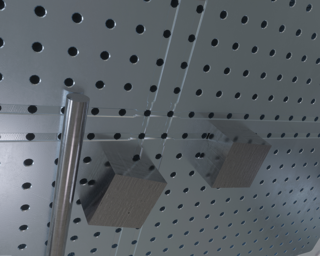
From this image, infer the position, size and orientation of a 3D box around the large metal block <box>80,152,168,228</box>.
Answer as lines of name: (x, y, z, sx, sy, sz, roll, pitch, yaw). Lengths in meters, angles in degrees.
large metal block: (-0.050, 0.086, 0.421, 0.081, 0.050, 0.080, 17, 109, -35)

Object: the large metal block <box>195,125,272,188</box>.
large metal block: (0.113, 0.046, 0.485, 0.081, 0.050, 0.079, 6, 115, -31)

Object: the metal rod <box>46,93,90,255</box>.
metal rod: (-0.126, 0.097, 0.402, 0.025, 0.025, 0.298, 1, 118, -29)
